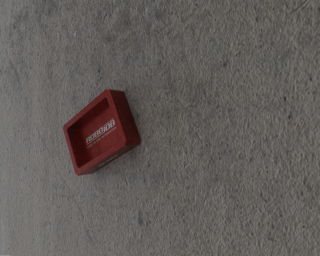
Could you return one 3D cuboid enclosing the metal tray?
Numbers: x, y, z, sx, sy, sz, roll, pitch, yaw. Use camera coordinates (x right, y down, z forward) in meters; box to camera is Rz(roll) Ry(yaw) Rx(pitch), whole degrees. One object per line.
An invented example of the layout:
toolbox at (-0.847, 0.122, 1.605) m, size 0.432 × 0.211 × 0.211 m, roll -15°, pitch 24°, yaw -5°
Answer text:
metal tray at (-0.095, 0.009, 0.481) m, size 0.130 × 0.030 × 0.090 m, roll -32°, pitch 70°, yaw 35°
